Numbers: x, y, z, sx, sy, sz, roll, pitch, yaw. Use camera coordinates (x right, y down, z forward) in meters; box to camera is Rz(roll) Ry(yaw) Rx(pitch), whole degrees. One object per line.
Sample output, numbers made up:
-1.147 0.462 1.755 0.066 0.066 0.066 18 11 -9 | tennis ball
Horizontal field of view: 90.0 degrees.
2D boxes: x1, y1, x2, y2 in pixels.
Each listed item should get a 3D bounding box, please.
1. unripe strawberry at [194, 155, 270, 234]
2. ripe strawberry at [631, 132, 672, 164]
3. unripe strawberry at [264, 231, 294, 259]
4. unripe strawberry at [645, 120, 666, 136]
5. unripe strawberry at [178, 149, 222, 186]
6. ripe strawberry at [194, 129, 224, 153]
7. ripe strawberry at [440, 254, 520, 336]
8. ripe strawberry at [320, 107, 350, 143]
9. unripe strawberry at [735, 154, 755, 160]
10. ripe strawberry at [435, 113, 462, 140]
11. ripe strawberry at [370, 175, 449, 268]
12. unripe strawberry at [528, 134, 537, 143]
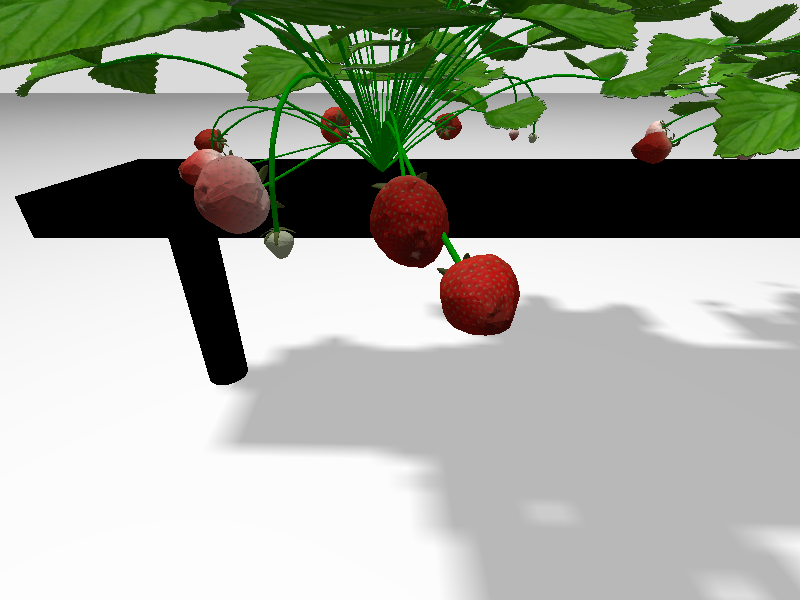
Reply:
-0.083 -0.050 0.194 0.032 0.037 0.035 12 31 20 | unripe strawberry
0.227 -0.137 0.363 0.030 0.026 0.030 -3 28 12 | ripe strawberry
-0.047 -0.022 0.157 0.011 0.011 0.010 4 29 8 | unripe strawberry
0.318 -0.209 0.498 0.020 0.023 0.022 -17 -2 -28 | unripe strawberry
-0.133 -0.088 0.272 0.031 0.026 0.031 -16 33 -26 | unripe strawberry
-0.191 -0.157 0.400 0.029 0.024 0.029 4 28 25 | ripe strawberry
0.024 0.000 0.117 0.024 0.025 0.026 -4 30 -8 | ripe strawberry
-0.078 -0.209 0.479 0.036 0.041 0.039 -10 30 -18 | ripe strawberry
0.332 -0.143 0.386 0.017 0.017 0.016 2 26 32 | unripe strawberry
0.062 -0.221 0.510 0.035 0.031 0.032 10 30 18 | ripe strawberry
0.004 -0.028 0.156 0.031 0.034 0.035 -3 -44 -5 | ripe strawberry
0.152 -0.185 0.458 0.010 0.010 0.009 -22 36 -34 | unripe strawberry
